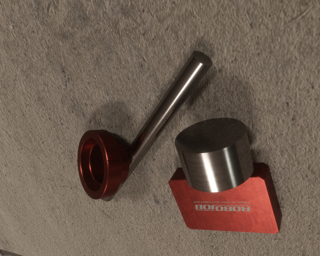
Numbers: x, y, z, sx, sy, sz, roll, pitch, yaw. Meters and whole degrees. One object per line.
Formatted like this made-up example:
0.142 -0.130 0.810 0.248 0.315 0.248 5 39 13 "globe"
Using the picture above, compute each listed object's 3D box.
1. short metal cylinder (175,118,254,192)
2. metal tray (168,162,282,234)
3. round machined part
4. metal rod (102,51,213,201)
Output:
0.062 0.029 0.355 0.080 0.080 0.050 -4 116 30 "short metal cylinder"
0.086 0.095 0.416 0.130 0.030 0.090 -8 115 31 "metal tray"
-0.080 0.051 0.448 0.098 0.042 0.097 5 96 52 "round machined part"
-0.022 0.019 0.428 0.025 0.025 0.298 38 129 2 "metal rod"
